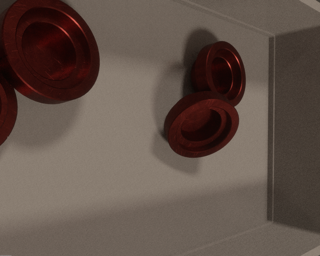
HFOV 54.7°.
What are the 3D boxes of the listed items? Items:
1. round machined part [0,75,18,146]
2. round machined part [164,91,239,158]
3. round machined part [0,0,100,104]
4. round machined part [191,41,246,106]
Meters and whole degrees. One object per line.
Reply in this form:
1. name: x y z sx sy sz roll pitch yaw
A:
1. round machined part: -0.167 -0.019 0.252 0.099 0.042 0.097 0 89 -44
2. round machined part: 0.053 -0.009 0.420 0.099 0.042 0.097 -9 130 -11
3. round machined part: -0.110 -0.070 0.296 0.099 0.042 0.098 13 73 -49
4. round machined part: 0.084 -0.077 0.465 0.099 0.042 0.097 4 84 -43
